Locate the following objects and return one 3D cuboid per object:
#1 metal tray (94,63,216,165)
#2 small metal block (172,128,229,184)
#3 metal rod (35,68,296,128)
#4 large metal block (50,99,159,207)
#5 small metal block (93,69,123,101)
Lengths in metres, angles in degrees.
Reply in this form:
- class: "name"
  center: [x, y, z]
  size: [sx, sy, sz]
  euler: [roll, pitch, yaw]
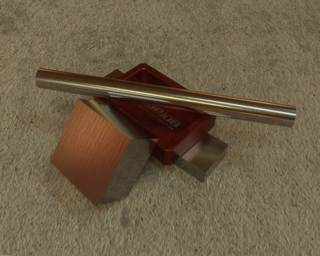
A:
- class: "metal tray"
  center: [-0.007, -0.023, 0.387]
  size: [0.130, 0.030, 0.090]
  euler: [36, 58, 26]
- class: "small metal block"
  center: [0.047, 0.031, 0.379]
  size: [0.050, 0.025, 0.050]
  euler: [31, 56, 23]
- class: "metal rod"
  center: [0.000, -0.037, 0.364]
  size: [0.302, 0.025, 0.025]
  euler: [9, 51, 7]
- class: "large metal block"
  center: [-0.062, 0.024, 0.337]
  size: [0.080, 0.080, 0.050]
  euler: [35, 17, 26]
- class: "small metal block"
  center: [-0.064, -0.053, 0.448]
  size: [0.050, 0.025, 0.050]
  euler: [37, 59, 26]
